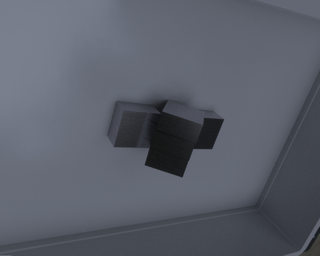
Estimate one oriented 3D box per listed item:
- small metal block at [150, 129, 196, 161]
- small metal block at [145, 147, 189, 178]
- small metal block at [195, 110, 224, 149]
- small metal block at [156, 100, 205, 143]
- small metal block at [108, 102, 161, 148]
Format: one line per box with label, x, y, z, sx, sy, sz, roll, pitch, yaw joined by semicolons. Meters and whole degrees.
small metal block;0.019;0.013;0.397;0.050;0.050;0.025;18;113;3
small metal block;0.012;0.035;0.407;0.050;0.050;0.025;18;113;3
small metal block;0.056;0.002;0.441;0.050;0.025;0.050;3;117;-30
small metal block;0.027;-0.009;0.388;0.050;0.050;0.025;19;112;3
small metal block;-0.033;-0.003;0.388;0.050;0.025;0.050;4;117;-31
